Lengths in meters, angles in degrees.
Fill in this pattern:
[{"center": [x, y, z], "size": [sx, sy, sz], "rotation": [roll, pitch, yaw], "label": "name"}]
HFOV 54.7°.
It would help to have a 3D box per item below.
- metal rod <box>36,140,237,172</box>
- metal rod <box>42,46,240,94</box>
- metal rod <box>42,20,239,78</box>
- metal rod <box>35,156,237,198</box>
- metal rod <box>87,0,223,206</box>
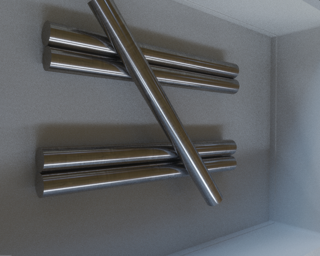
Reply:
[{"center": [-0.002, 0.031, 0.402], "size": [0.302, 0.025, 0.025], "rotation": [0, 90, -40], "label": "metal rod"}, {"center": [0.003, -0.068, 0.406], "size": [0.302, 0.025, 0.025], "rotation": [1, 90, -40], "label": "metal rod"}, {"center": [0.002, -0.093, 0.406], "size": [0.302, 0.025, 0.025], "rotation": [1, 90, -40], "label": "metal rod"}, {"center": [-0.003, 0.056, 0.402], "size": [0.302, 0.025, 0.025], "rotation": [0, 90, -40], "label": "metal rod"}, {"center": [0.006, -0.017, 0.378], "size": [0.025, 0.025, 0.299], "rotation": [-46, 117, -30], "label": "metal rod"}]
